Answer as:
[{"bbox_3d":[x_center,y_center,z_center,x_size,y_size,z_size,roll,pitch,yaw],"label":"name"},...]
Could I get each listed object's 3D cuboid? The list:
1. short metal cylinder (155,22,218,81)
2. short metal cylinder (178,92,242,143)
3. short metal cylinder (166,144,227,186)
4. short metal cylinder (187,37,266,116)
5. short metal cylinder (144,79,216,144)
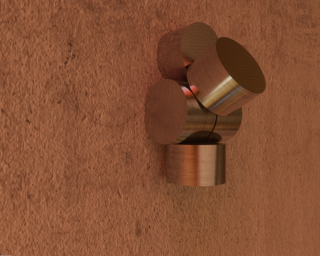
[{"bbox_3d":[0.041,-0.099,0.427,0.081,0.050,0.079,0,90,-40],"label":"short metal cylinder"},{"bbox_3d":[0.065,-0.019,0.426,0.050,0.080,0.079,0,90,-40],"label":"short metal cylinder"},{"bbox_3d":[0.048,0.045,0.413,0.081,0.080,0.050,0,90,-40],"label":"short metal cylinder"},{"bbox_3d":[0.080,-0.061,0.373,0.080,0.050,0.080,22,49,-28],"label":"short metal cylinder"},{"bbox_3d":[0.024,-0.020,0.393,0.050,0.080,0.079,1,90,-41],"label":"short metal cylinder"}]
